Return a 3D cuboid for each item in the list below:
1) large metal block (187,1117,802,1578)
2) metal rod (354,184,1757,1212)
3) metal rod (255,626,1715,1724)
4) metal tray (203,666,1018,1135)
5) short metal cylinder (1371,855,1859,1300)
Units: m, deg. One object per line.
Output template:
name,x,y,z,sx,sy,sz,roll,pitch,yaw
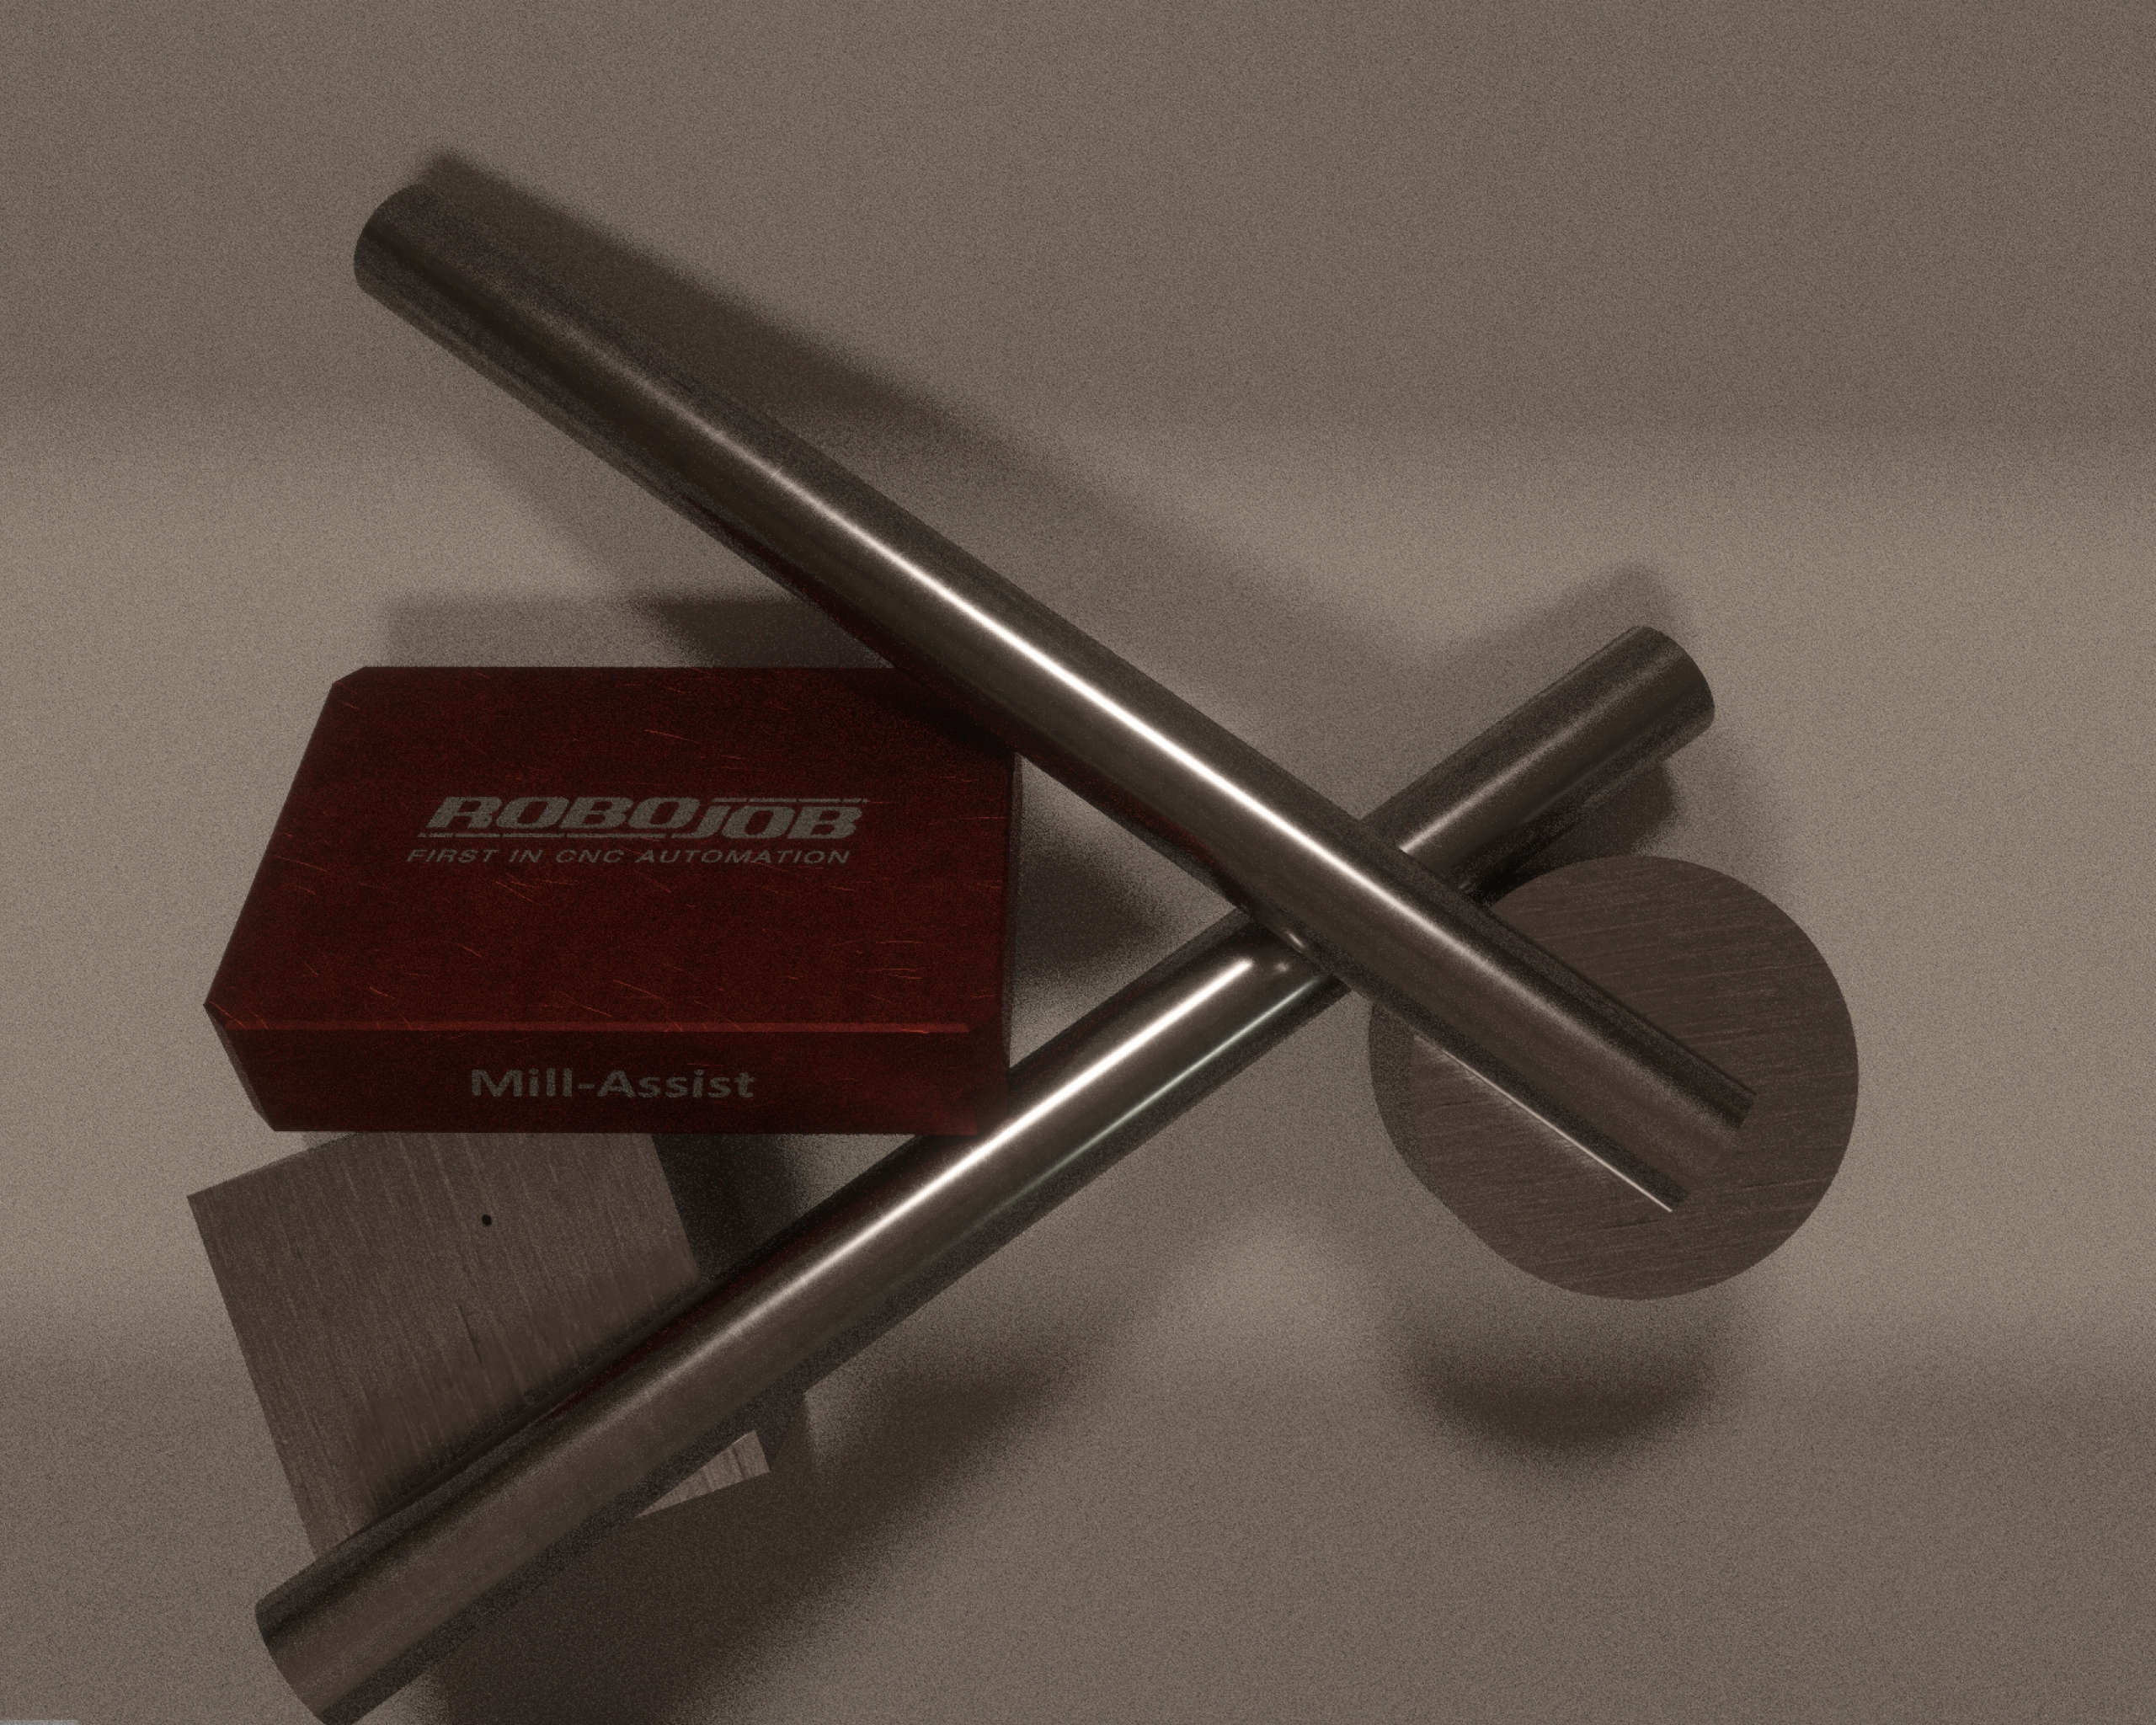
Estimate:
large metal block,-0.106,0.083,0.393,0.080,0.050,0.080,-19,90,-1
metal rod,-0.013,-0.037,0.380,0.300,0.025,0.025,36,90,12
metal rod,-0.005,0.047,0.373,0.301,0.025,0.025,-34,90,-14
metal tray,-0.077,0.005,0.379,0.131,0.030,0.090,0,46,1
short metal cylinder,0.099,0.038,0.398,0.081,0.050,0.079,0,90,-1
